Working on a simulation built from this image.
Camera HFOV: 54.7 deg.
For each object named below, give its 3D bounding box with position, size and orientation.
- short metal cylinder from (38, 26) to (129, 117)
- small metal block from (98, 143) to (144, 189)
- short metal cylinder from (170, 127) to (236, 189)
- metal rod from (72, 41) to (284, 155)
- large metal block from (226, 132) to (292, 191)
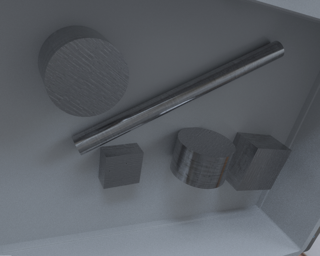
[{"bbox_3d":[-0.078,-0.058,0.315,0.081,0.050,0.079,-14,125,-21],"label":"short metal cylinder"},{"bbox_3d":[-0.053,0.050,0.412,0.050,0.025,0.050,-5,121,-26],"label":"small metal block"},{"bbox_3d":[0.059,0.040,0.432,0.081,0.080,0.050,-2,119,-28],"label":"short metal cylinder"},{"bbox_3d":[0.033,-0.044,0.400,0.302,0.025,0.025,-27,128,-12],"label":"metal rod"},{"bbox_3d":[0.158,0.056,0.516,0.081,0.050,0.079,5,116,-31],"label":"large metal block"}]
